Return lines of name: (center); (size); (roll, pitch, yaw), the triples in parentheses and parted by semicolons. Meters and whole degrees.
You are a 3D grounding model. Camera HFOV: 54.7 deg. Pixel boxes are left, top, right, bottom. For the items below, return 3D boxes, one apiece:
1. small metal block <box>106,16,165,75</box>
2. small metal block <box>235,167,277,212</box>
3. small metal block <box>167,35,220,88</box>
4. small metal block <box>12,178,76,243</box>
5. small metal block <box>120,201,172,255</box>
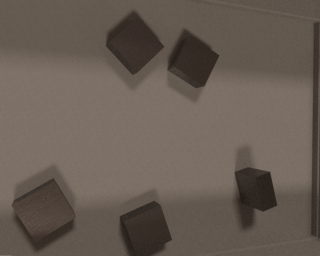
small metal block: (-0.032, -0.105, 0.399); (0.050, 0.025, 0.050); (-47, 105, -14)
small metal block: (0.139, 0.088, 0.450); (0.025, 0.050, 0.050); (-15, 96, -20)
small metal block: (0.046, -0.090, 0.429); (0.050, 0.025, 0.050); (29, 80, -18)
small metal block: (-0.134, 0.095, 0.361); (0.050, 0.025, 0.050); (-30, 100, -18)
small metal block: (-0.018, 0.131, 0.405); (0.050, 0.025, 0.050); (-20, 97, -19)
